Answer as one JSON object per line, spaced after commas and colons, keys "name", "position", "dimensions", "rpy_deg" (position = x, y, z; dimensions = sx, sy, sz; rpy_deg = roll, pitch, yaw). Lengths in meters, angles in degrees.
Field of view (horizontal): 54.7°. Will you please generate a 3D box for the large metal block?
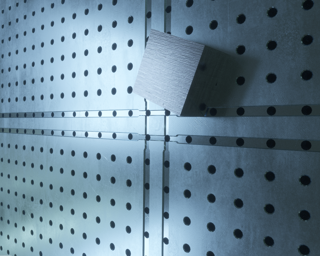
{"name": "large metal block", "position": [0.022, -0.066, 0.373], "dimensions": [0.080, 0.050, 0.079], "rpy_deg": [30, 108, 35]}
